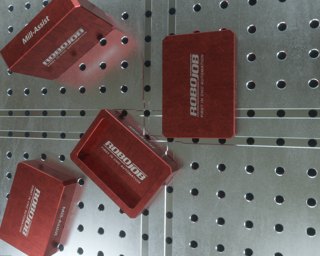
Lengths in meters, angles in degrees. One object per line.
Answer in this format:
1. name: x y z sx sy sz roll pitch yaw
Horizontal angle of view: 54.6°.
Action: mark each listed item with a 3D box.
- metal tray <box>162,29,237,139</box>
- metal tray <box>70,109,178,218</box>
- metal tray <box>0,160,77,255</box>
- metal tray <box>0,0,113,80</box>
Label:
1. metal tray: 0.050 -0.052 0.392 0.090 0.030 0.129 0 90 20
2. metal tray: -0.052 0.047 0.428 0.130 0.030 0.090 41 103 15
3. metal tray: -0.190 0.125 0.478 0.090 0.030 0.129 20 97 19
4. metal tray: -0.139 -0.122 0.427 0.130 0.090 0.030 -36 79 16
